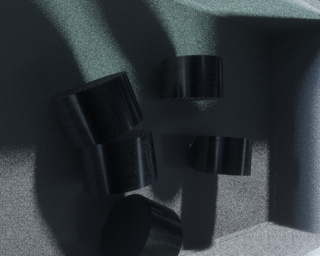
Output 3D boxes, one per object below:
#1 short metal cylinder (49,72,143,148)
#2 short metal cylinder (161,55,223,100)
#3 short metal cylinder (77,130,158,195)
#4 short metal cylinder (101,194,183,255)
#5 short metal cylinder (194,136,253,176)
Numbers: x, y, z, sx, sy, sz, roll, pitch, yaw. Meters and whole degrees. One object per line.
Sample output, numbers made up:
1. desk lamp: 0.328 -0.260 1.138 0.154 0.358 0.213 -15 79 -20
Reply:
1. short metal cylinder: -0.064 -0.020 0.317 0.081 0.080 0.050 -32 110 -35
2. short metal cylinder: 0.042 -0.063 0.405 0.081 0.080 0.050 -3 92 -40
3. short metal cylinder: -0.045 0.034 0.333 0.081 0.080 0.050 -13 99 -39
4. short metal cylinder: -0.021 0.122 0.353 0.050 0.080 0.080 35 69 -35
5. short metal cylinder: 0.090 0.039 0.447 0.081 0.080 0.050 7 86 -40
